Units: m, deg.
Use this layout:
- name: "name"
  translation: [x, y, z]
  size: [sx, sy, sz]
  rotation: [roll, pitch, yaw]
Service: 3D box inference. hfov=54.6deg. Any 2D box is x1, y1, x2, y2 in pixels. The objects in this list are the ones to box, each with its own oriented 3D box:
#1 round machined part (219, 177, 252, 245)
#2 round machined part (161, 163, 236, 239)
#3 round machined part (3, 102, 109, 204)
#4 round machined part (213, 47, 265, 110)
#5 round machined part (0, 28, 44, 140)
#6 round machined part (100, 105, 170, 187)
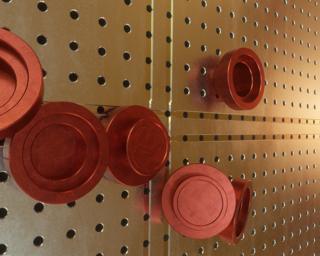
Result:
- name: "round machined part"
  translation: [0.106, 0.122, 0.471]
  size: [0.099, 0.042, 0.097]
  rotation: [-30, 125, -55]
- name: "round machined part"
  translation: [0.051, 0.095, 0.405]
  size: [0.098, 0.042, 0.098]
  rotation: [0, 83, 2]
- name: "round machined part"
  translation: [-0.104, 0.023, 0.310]
  size: [0.099, 0.042, 0.097]
  rotation: [0, 90, -40]
- name: "round machined part"
  translation: [0.124, -0.077, 0.500]
  size: [0.099, 0.042, 0.097]
  rotation: [0, 90, -40]
- name: "round machined part"
  translation: [-0.148, -0.033, 0.256]
  size: [0.099, 0.042, 0.098]
  rotation: [6, 69, -15]
- name: "round machined part"
  translation: [-0.026, 0.021, 0.371]
  size: [0.099, 0.042, 0.097]
  rotation: [0, 90, -45]
